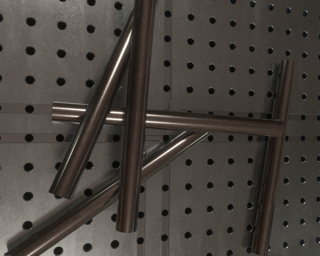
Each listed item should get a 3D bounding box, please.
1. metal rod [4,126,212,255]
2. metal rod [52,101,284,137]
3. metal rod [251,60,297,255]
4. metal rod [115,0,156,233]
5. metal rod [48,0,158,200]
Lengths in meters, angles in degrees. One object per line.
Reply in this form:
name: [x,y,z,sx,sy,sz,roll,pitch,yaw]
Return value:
metal rod: [-0.049,0.073,0.395,0.302,0.025,0.025,-33,101,-17]
metal rod: [0.021,-0.009,0.401,0.302,0.025,0.025,4,89,-13]
metal rod: [0.177,0.043,0.479,0.025,0.025,0.298,11,86,-20]
metal rod: [-0.027,-0.030,0.363,0.025,0.025,0.298,5,90,-20]
metal rod: [-0.055,-0.063,0.367,0.025,0.025,0.299,26,72,-19]
